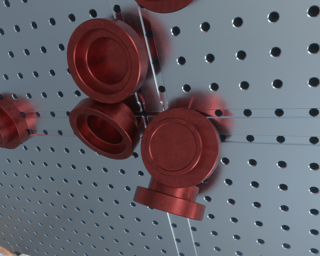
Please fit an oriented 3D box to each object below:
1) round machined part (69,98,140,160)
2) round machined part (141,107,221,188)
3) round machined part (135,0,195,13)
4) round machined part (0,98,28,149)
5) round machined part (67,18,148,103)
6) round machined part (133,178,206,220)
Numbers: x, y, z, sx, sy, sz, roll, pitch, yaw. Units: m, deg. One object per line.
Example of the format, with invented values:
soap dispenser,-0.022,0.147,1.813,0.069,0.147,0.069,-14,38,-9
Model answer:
round machined part,-0.070,-0.004,0.425,0.098,0.042,0.098,19,141,16
round machined part,0.021,0.023,0.373,0.098,0.042,0.098,-2,84,20
round machined part,0.000,-0.162,0.301,0.098,0.042,0.097,13,124,21
round machined part,-0.289,-0.003,0.552,0.098,0.042,0.097,13,124,21
round machined part,-0.059,-0.082,0.375,0.098,0.042,0.097,9,114,20
round machined part,0.016,0.093,0.428,0.098,0.042,0.098,16,169,3
